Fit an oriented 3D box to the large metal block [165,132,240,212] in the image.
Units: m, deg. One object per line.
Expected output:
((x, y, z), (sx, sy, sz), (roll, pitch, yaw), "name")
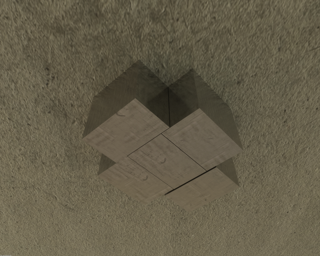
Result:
((0.052, 0.054, 0.420), (0.080, 0.080, 0.050), (-34, 122, 25), "large metal block")

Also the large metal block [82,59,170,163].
((-0.037, -0.020, 0.356), (0.080, 0.080, 0.050), (-34, 122, 25), "large metal block")

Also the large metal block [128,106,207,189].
((0.009, 0.015, 0.387), (0.050, 0.080, 0.080), (-35, 122, 25), "large metal block")

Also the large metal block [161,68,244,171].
((0.047, -0.010, 0.365), (0.050, 0.080, 0.080), (-35, 122, 25), "large metal block")

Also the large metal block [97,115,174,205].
((-0.029, 0.041, 0.408), (0.050, 0.080, 0.080), (-35, 122, 25), "large metal block")
